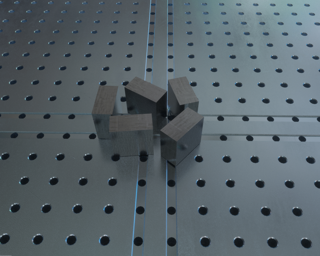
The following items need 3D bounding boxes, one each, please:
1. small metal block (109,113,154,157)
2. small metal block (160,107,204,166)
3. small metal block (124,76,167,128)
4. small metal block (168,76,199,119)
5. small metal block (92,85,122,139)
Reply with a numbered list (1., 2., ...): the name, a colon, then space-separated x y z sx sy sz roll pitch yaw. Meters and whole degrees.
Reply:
1. small metal block: -0.034 0.010 0.383 0.050 0.050 0.025 -4 50 -3
2. small metal block: 0.027 0.011 0.382 0.025 0.050 0.050 34 58 26
3. small metal block: -0.018 -0.035 0.421 0.050 0.050 0.025 27 56 20
4. small metal block: 0.030 -0.033 0.419 0.025 0.050 0.050 -12 50 -10
5. small metal block: -0.068 -0.020 0.408 0.025 0.050 0.050 3 51 3
